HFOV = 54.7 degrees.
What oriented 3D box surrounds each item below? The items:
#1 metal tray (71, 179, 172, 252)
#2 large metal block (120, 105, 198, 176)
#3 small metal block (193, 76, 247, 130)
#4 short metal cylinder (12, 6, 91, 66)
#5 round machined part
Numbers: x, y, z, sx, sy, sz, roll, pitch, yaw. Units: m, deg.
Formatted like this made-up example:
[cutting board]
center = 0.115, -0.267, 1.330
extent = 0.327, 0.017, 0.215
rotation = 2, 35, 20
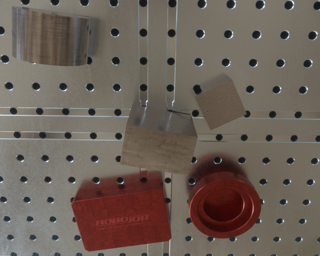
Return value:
[metal tray]
center = -0.054, 0.130, 0.458
extent = 0.131, 0.030, 0.089
rotation = -9, 110, 3
[large metal block]
center = -0.002, 0.012, 0.388
extent = 0.081, 0.080, 0.050
rotation = 10, 110, -4
[small metal block]
center = 0.077, -0.032, 0.402
extent = 0.050, 0.025, 0.050
rotation = -25, 108, 8
[short metal cylinder]
center = -0.120, -0.103, 0.345
extent = 0.081, 0.080, 0.050
rotation = 8, 110, -3
[round machined part]
center = 0.090, 0.105, 0.444
extent = 0.099, 0.042, 0.097
rotation = 0, 110, 0
